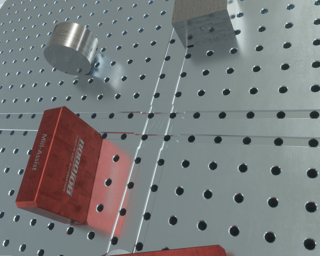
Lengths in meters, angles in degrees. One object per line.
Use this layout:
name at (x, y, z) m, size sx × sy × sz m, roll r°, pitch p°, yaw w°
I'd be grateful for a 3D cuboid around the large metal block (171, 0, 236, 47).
large metal block at (0.068, -0.177, 0.465) m, size 0.080 × 0.050 × 0.080 m, roll -6°, pitch 59°, yaw 25°

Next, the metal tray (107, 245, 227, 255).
metal tray at (0.005, 0.151, 0.254) m, size 0.030 × 0.131 × 0.090 m, roll 121°, pitch 145°, yaw -44°

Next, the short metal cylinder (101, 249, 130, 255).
short metal cylinder at (-0.051, 0.164, 0.294) m, size 0.050 × 0.080 × 0.080 m, roll -30°, pitch 51°, yaw 21°

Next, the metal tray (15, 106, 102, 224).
metal tray at (-0.123, 0.049, 0.401) m, size 0.030 × 0.090 × 0.130 m, roll -9°, pitch 58°, yaw 24°

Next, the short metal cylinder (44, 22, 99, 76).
short metal cylinder at (-0.152, -0.135, 0.536) m, size 0.080 × 0.080 × 0.050 m, roll -3°, pitch 61°, yaw 27°
